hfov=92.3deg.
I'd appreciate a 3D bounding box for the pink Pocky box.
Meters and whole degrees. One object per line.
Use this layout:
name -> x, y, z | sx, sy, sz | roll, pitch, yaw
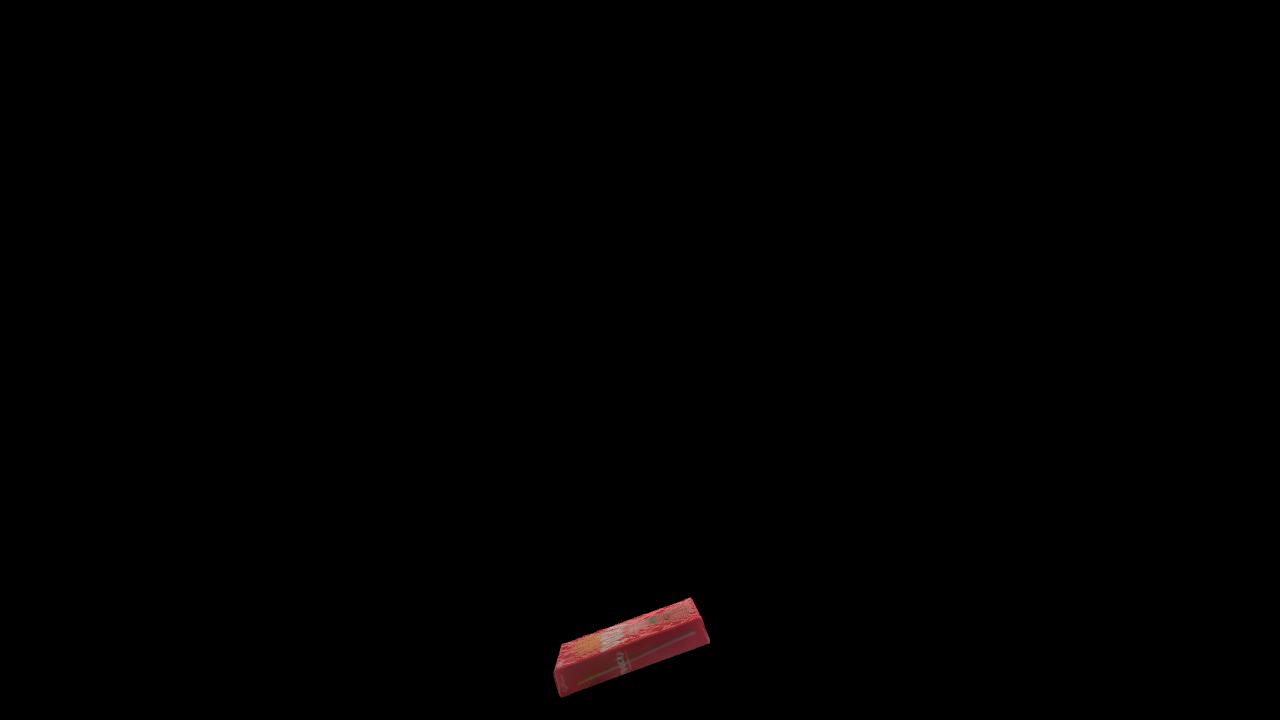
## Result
pink Pocky box -> -0.010, 0.292, 0.632 | 0.155, 0.029, 0.084 | -18, -7, -4
